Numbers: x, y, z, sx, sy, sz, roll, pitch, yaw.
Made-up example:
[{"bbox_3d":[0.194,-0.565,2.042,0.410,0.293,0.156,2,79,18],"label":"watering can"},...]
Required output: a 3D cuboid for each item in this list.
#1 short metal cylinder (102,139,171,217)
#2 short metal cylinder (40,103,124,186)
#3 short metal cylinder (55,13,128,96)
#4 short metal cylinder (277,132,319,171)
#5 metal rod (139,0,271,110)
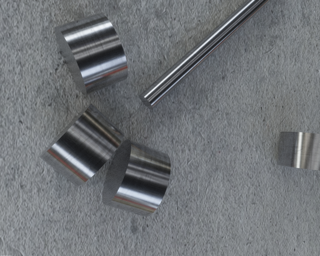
[{"bbox_3d":[-0.029,0.059,0.369,0.050,0.080,0.080,23,83,-19],"label":"short metal cylinder"},{"bbox_3d":[-0.086,0.018,0.348,0.050,0.080,0.080,44,76,-15],"label":"short metal cylinder"},{"bbox_3d":[-0.078,-0.083,0.351,0.050,0.080,0.080,-26,99,-18],"label":"short metal cylinder"},{"bbox_3d":[0.220,0.034,0.461,0.081,0.080,0.050,7,88,-20],"label":"short metal cylinder"},{"bbox_3d":[0.087,-0.133,0.441,0.301,0.025,0.025,-44,104,-15],"label":"metal rod"}]
